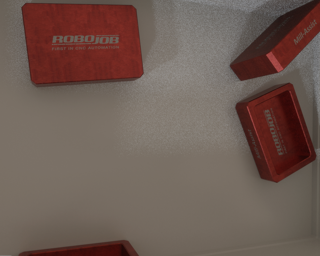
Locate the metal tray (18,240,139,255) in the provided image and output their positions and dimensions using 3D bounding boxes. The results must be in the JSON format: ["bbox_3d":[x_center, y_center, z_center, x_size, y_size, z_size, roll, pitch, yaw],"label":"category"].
[{"bbox_3d":[-0.088,0.161,0.344,0.131,0.090,0.030,1,90,-20],"label":"metal tray"}]

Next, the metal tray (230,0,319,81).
[{"bbox_3d":[0.171,-0.124,0.440,0.130,0.090,0.030,-44,104,-15],"label":"metal tray"}]

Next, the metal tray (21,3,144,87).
[{"bbox_3d":[-0.091,-0.100,0.375,0.131,0.030,0.089,-7,93,-20],"label":"metal tray"}]

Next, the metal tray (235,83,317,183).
[{"bbox_3d":[0.179,0.006,0.476,0.091,0.030,0.129,-25,99,-19],"label":"metal tray"}]
